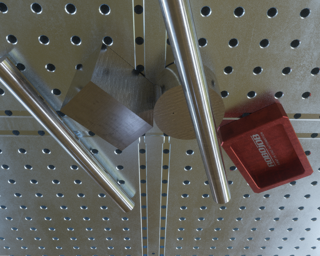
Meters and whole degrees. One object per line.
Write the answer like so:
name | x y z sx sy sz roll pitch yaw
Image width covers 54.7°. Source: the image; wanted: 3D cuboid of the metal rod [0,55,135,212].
metal rod | -0.117 0.029 0.434 0.025 0.025 0.299 -20 128 16

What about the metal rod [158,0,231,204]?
metal rod | 0.045 -0.015 0.333 0.025 0.025 0.299 -12 129 10

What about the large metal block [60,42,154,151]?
large metal block | -0.053 -0.035 0.345 0.050 0.080 0.080 -37 121 27

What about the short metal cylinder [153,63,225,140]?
short metal cylinder | 0.033 -0.032 0.368 0.081 0.050 0.079 0 130 0

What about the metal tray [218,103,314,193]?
metal tray | 0.151 0.034 0.439 0.090 0.030 0.130 -26 126 20
